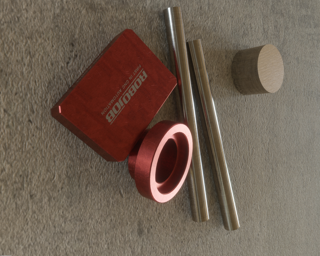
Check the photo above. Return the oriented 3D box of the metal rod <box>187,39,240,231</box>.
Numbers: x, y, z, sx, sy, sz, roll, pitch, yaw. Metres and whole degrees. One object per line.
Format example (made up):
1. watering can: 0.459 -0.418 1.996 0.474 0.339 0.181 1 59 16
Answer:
1. metal rod: 0.081 0.018 0.472 0.025 0.025 0.298 -23 105 -38

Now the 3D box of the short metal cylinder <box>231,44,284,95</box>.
1. short metal cylinder: 0.167 -0.098 0.528 0.081 0.050 0.080 0 90 -40

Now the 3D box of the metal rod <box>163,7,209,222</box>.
1. metal rod: 0.038 -0.014 0.436 0.025 0.025 0.298 -14 99 -39

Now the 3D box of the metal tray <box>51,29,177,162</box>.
1. metal tray: -0.046 -0.037 0.355 0.090 0.030 0.130 44 63 -23

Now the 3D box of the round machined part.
1. round machined part: -0.002 0.038 0.378 0.099 0.042 0.097 -30 127 -51
